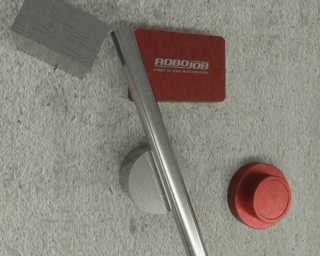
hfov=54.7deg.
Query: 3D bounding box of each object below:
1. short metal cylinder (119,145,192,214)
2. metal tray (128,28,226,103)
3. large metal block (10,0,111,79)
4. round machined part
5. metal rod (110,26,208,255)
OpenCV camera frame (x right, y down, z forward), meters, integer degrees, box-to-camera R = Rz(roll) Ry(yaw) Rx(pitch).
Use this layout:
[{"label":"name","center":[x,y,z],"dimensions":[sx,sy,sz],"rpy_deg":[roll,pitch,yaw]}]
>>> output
[{"label":"short metal cylinder","center":[-0.007,0.063,0.394],"dimensions":[0.081,0.050,0.079],"rpy_deg":[0,90,-20]},{"label":"metal tray","center":[0.024,-0.080,0.416],"dimensions":[0.131,0.030,0.089],"rpy_deg":[-1,90,-21]},{"label":"large metal block","center":[-0.109,-0.098,0.340],"dimensions":[0.080,0.080,0.050],"rpy_deg":[25,82,-19]},{"label":"round machined part","center":[0.154,0.102,0.459],"dimensions":[0.099,0.042,0.097],"rpy_deg":[0,90,-21]},{"label":"metal rod","center":[0.005,0.033,0.358],"dimensions":[0.025,0.025,0.298],"rpy_deg":[-21,97,-19]}]
